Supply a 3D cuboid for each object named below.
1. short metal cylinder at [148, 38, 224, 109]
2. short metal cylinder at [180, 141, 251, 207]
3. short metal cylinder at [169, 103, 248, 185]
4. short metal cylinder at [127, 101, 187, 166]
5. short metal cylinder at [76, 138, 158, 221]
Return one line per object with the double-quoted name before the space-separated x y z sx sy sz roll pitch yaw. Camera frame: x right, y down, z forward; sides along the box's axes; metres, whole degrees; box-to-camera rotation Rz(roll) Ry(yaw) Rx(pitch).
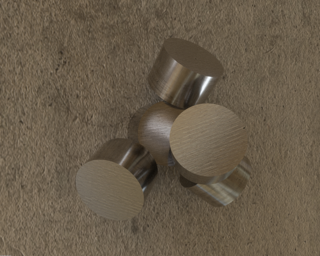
"short metal cylinder" 0.031 -0.068 0.386 0.081 0.080 0.050 14 129 -20
"short metal cylinder" 0.071 0.056 0.407 0.050 0.080 0.080 37 78 -17
"short metal cylinder" 0.052 0.019 0.345 0.080 0.050 0.080 -1 70 3
"short metal cylinder" 0.003 0.006 0.398 0.081 0.050 0.080 0 90 -21
"short metal cylinder" -0.048 0.058 0.357 0.080 0.050 0.079 7 117 15
